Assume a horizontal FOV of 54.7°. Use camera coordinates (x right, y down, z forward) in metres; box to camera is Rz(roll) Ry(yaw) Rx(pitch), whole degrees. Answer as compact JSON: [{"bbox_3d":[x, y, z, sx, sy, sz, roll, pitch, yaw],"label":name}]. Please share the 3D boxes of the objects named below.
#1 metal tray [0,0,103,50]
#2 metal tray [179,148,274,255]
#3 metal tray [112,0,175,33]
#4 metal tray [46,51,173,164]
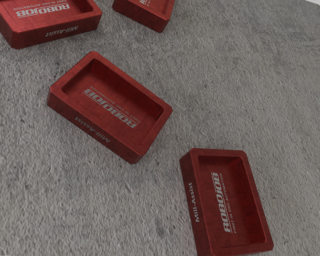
[{"bbox_3d":[-0.156,-0.163,0.415,0.131,0.030,0.090,-31,79,-38],"label":"metal tray"},{"bbox_3d":[0.081,0.091,0.387,0.091,0.030,0.130,5,60,-26],"label":"metal tray"},{"bbox_3d":[-0.020,-0.231,0.530,0.090,0.030,0.130,23,53,-14],"label":"metal tray"},{"bbox_3d":[-0.059,-0.027,0.385,0.130,0.030,0.090,36,51,-4],"label":"metal tray"}]
